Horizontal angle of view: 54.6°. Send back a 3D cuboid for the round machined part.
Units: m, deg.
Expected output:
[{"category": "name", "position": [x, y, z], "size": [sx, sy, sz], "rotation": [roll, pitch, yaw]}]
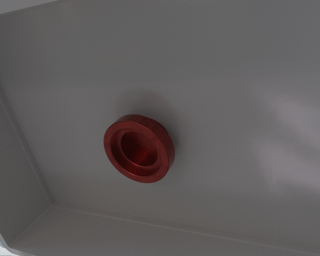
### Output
[{"category": "round machined part", "position": [-0.024, 0.024, 0.426], "size": [0.098, 0.042, 0.097], "rotation": [13, 124, 21]}]
